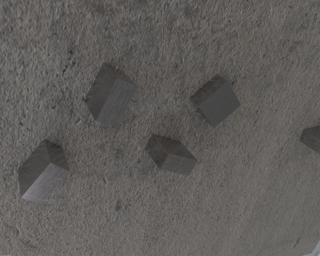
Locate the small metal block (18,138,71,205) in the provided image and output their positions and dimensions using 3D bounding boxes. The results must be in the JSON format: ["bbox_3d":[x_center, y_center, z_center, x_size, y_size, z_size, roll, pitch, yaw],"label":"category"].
[{"bbox_3d":[-0.132,0.048,0.348,0.050,0.050,0.025,-49,129,6],"label":"small metal block"}]

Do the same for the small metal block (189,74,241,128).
[{"bbox_3d":[0.076,-0.036,0.426,0.050,0.025,0.050,-41,130,0],"label":"small metal block"}]

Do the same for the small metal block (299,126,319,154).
[{"bbox_3d":[0.295,0.021,0.565,0.050,0.050,0.025,-11,123,-23],"label":"small metal block"}]

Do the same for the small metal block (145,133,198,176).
[{"bbox_3d":[0.015,0.036,0.421,0.050,0.050,0.025,18,109,-35],"label":"small metal block"}]

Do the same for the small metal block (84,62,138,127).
[{"bbox_3d":[-0.055,-0.037,0.338,0.025,0.050,0.050,18,109,-35],"label":"small metal block"}]
